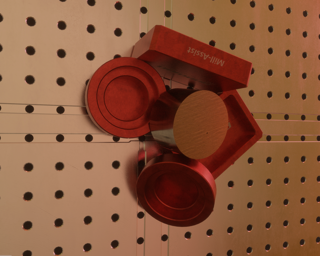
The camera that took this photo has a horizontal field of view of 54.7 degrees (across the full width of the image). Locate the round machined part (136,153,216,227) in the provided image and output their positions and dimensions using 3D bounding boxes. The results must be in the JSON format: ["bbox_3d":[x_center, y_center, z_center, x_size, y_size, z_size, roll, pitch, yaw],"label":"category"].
[{"bbox_3d":[0.023,0.074,0.395,0.098,0.042,0.097,7,117,14],"label":"round machined part"}]

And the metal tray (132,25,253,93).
[{"bbox_3d":[0.037,-0.081,0.392,0.131,0.090,0.030,16,85,-20],"label":"metal tray"}]

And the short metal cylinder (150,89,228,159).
[{"bbox_3d":[0.035,-0.007,0.374,0.081,0.050,0.079,-7,102,-31],"label":"short metal cylinder"}]

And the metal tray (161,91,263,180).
[{"bbox_3d":[0.073,0.013,0.438,0.131,0.030,0.090,-38,103,-16],"label":"metal tray"}]

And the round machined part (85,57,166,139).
[{"bbox_3d":[-0.044,-0.036,0.388,0.099,0.042,0.097,0,90,-21],"label":"round machined part"}]
